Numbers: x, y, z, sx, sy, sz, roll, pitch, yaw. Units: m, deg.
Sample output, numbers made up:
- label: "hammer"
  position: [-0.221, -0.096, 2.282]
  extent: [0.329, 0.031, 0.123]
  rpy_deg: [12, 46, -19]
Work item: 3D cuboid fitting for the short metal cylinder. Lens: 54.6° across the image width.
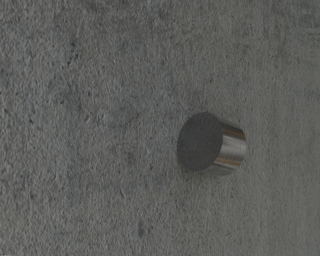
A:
- label: "short metal cylinder"
  position: [0.070, 0.023, 0.426]
  extent: [0.050, 0.080, 0.080]
  rpy_deg: [17, 79, -39]
